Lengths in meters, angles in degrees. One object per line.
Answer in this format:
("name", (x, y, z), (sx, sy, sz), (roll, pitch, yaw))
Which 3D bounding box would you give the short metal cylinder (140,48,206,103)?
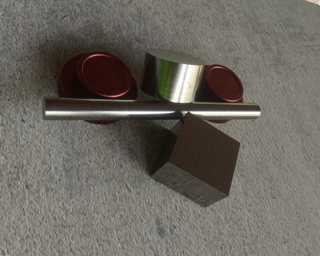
("short metal cylinder", (0.016, -0.072, 0.418), (0.081, 0.050, 0.080), (11, 23, -4))

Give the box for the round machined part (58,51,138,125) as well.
("round machined part", (-0.074, -0.056, 0.388), (0.099, 0.042, 0.098), (14, 56, -21))

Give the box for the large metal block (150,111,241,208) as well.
("large metal block", (0.046, 0.040, 0.387), (0.080, 0.050, 0.080), (31, 52, -9))

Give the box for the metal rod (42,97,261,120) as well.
("metal rod", (0.011, -0.023, 0.398), (0.303, 0.025, 0.025), (-1, 62, -29))

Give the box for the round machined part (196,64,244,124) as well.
("round machined part", (0.088, -0.059, 0.478), (0.099, 0.042, 0.098), (14, 56, -21))
